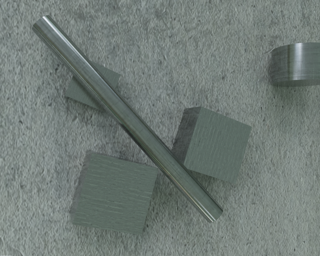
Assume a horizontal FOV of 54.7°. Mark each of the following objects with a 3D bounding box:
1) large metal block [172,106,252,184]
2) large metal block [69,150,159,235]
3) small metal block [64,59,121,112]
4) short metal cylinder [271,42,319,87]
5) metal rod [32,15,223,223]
[{"bbox_3d":[0.067,0.023,0.421,0.080,0.050,0.080,20,83,-19],"label":"large metal block"},{"bbox_3d":[-0.057,0.076,0.375,0.081,0.050,0.080,16,85,-20],"label":"large metal block"},{"bbox_3d":[-0.083,-0.052,0.379,0.050,0.025,0.050,23,82,-19],"label":"small metal block"},{"bbox_3d":[0.207,-0.091,0.456,0.081,0.080,0.050,0,90,-20],"label":"short metal cylinder"},{"bbox_3d":[-0.031,-0.004,0.360,0.025,0.025,0.300,-44,98,-15],"label":"metal rod"}]
